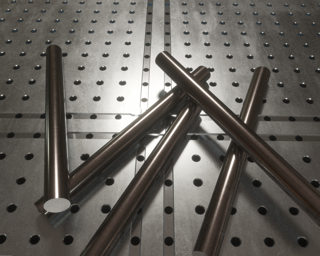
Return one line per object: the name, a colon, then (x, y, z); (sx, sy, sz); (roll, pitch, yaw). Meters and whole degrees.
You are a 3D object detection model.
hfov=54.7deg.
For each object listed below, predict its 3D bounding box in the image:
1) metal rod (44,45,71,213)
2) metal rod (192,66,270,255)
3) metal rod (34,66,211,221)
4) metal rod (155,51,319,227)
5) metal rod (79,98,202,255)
metal rod: (-0.138, -0.025, 0.408); (0.025, 0.025, 0.300); (-11, 45, -9)
metal rod: (0.101, 0.020, 0.391); (0.025, 0.025, 0.301); (18, 52, 14)
metal rod: (-0.029, 0.002, 0.405); (0.025, 0.025, 0.301); (33, 57, 24)
metal rod: (0.085, -0.007, 0.380); (0.025, 0.025, 0.300); (-26, 55, -21)
metal rod: (-0.022, 0.067, 0.350); (0.025, 0.025, 0.301); (23, 53, 18)
